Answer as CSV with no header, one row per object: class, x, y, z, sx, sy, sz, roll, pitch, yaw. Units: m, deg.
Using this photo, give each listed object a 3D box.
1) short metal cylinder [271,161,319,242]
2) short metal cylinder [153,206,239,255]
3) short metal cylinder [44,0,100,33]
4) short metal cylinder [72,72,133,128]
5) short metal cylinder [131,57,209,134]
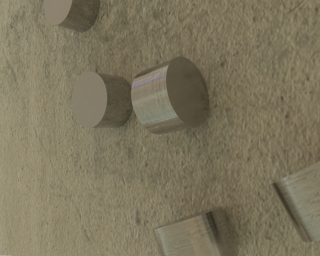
short metal cylinder,0.141,0.052,0.252,0.080,0.081,0.050,-37,68,33
short metal cylinder,0.038,0.122,0.337,0.080,0.081,0.050,-29,72,36
short metal cylinder,-0.144,-0.202,0.505,0.080,0.050,0.079,0,90,39
short metal cylinder,-0.085,-0.040,0.456,0.080,0.050,0.079,0,90,39
short metal cylinder,0.013,-0.036,0.356,0.050,0.081,0.080,-13,82,39
